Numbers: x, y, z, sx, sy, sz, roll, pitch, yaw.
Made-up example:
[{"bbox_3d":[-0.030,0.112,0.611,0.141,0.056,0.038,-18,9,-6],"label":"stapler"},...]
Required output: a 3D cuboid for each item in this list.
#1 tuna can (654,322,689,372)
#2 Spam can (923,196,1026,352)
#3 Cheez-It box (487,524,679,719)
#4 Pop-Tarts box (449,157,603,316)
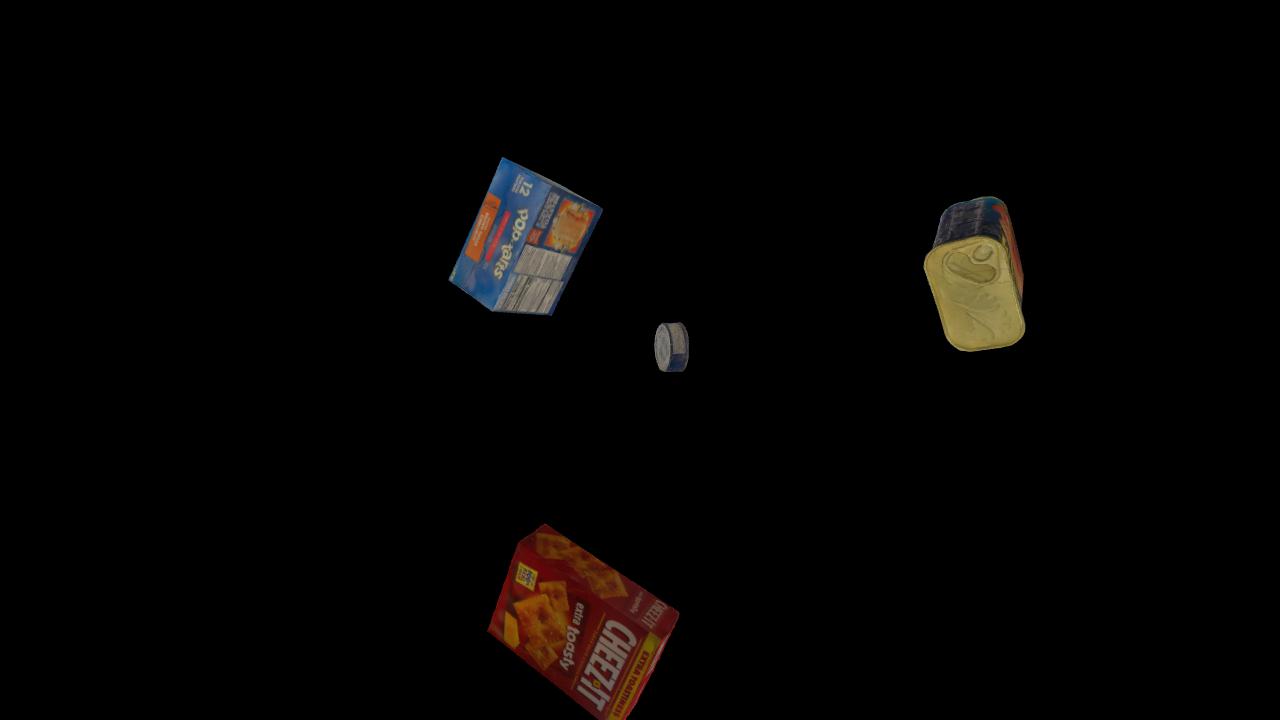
[{"bbox_3d":[0.052,-0.021,1.034,0.034,0.084,0.084,-2,1,-17],"label":"tuna can"},{"bbox_3d":[0.280,-0.073,0.510,0.058,0.101,0.085,-10,29,38],"label":"Spam can"},{"bbox_3d":[-0.080,0.347,0.810,0.223,0.166,0.071,28,21,18],"label":"Cheez-It box"},{"bbox_3d":[-0.143,-0.151,0.793,0.083,0.167,0.141,32,13,18],"label":"Pop-Tarts box"}]
